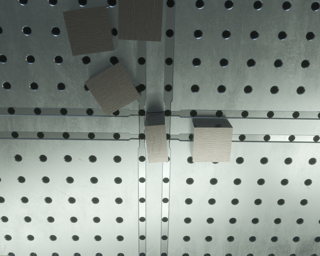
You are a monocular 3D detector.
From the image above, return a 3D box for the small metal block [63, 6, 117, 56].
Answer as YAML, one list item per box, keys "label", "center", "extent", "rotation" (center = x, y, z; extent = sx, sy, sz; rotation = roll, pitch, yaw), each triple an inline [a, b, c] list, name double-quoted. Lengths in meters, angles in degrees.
- label: "small metal block"
  center: [-0.082, -0.116, 0.370]
  extent: [0.050, 0.025, 0.050]
  rotation: [-7, 110, 2]

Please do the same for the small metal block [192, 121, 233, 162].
- label: "small metal block"
  center: [0.069, 0.018, 0.421]
  extent: [0.050, 0.025, 0.050]
  rotation: [0, 110, -1]

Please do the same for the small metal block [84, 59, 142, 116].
- label: "small metal block"
  center: [-0.058, -0.051, 0.394]
  extent: [0.050, 0.025, 0.050]
  rotation: [-29, 108, 9]

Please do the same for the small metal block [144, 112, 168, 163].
- label: "small metal block"
  center: [-0.004, 0.012, 0.404]
  extent: [0.025, 0.050, 0.050]
  rotation: [-5, 110, 1]

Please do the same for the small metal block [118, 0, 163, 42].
- label: "small metal block"
  center: [-0.023, -0.130, 0.365]
  extent: [0.050, 0.025, 0.050]
  rotation: [3, 110, -2]
